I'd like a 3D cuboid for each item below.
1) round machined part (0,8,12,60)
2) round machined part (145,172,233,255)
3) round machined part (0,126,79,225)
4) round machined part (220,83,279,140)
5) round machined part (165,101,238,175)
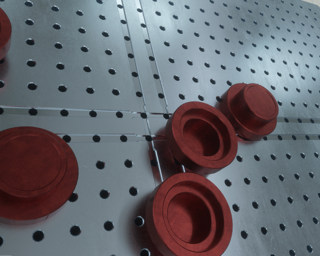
[{"bbox_3d":[-0.219,-0.102,0.342,0.099,0.042,0.098,13,56,-21],"label":"round machined part"},{"bbox_3d":[0.029,0.103,0.349,0.099,0.042,0.098,13,56,-21],"label":"round machined part"},{"bbox_3d":[-0.129,0.041,0.303,0.099,0.042,0.098,13,56,-21],"label":"round machined part"},{"bbox_3d":[0.149,-0.033,0.497,0.099,0.042,0.098,13,56,-21],"label":"round machined part"},{"bbox_3d":[0.051,0.016,0.414,0.099,0.042,0.098,13,56,-21],"label":"round machined part"}]
